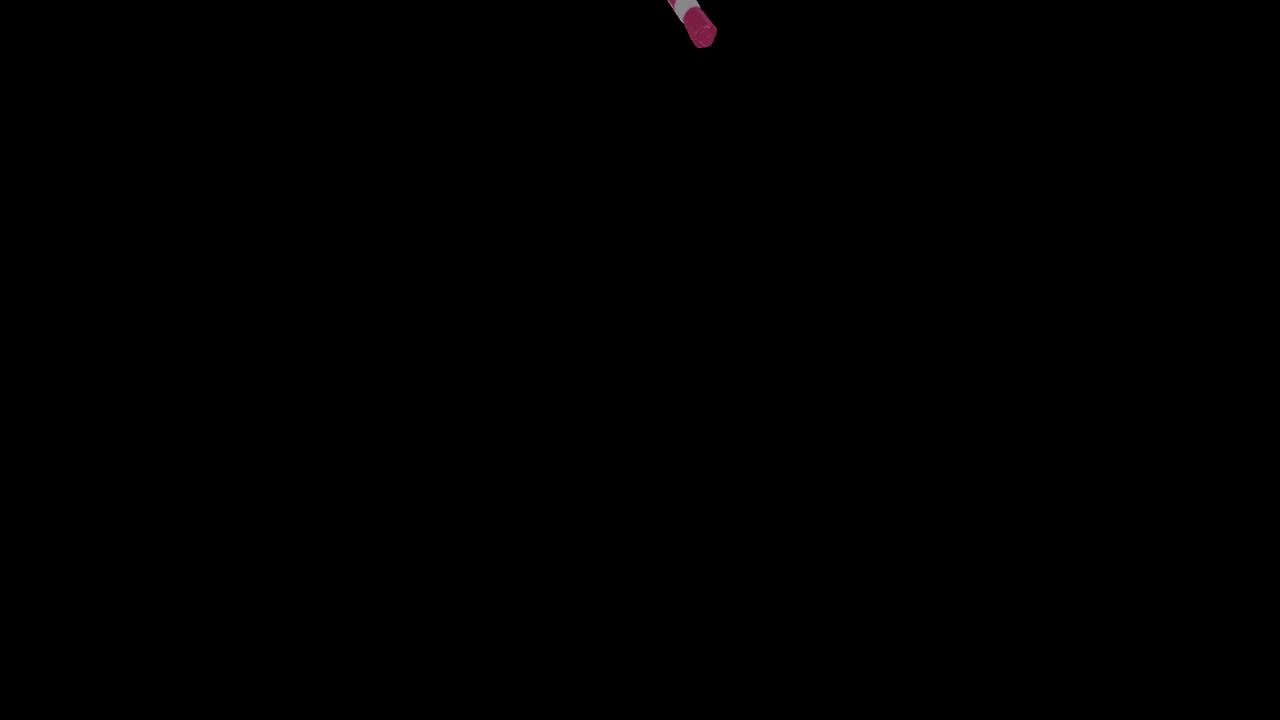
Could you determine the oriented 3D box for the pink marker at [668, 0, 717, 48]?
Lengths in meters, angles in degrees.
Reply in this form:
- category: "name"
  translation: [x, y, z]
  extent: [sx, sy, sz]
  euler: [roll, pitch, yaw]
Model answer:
- category: "pink marker"
  translation: [0.026, -0.280, 0.464]
  extent: [0.020, 0.121, 0.020]
  euler: [-22, -21, -9]
